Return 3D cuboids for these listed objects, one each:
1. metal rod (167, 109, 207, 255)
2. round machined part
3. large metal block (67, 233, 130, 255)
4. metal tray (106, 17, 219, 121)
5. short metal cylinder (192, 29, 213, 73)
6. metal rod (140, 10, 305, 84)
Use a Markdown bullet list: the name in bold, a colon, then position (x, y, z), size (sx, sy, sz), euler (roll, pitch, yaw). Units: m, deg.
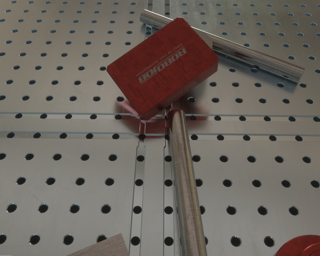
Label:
- **metal rod**: position (0.031, 0.097, 0.325), size (0.025, 0.025, 0.300), euler (-3, 50, -3)
- **round machined part**: position (0.151, 0.144, 0.278), size (0.099, 0.042, 0.098), euler (0, 50, 0)
- **large metal block**: position (-0.056, 0.151, 0.264), size (0.081, 0.050, 0.080), euler (-19, 53, -16)
- **metal tray**: position (0.004, -0.083, 0.432), size (0.130, 0.030, 0.090), euler (-36, 73, -3)
- **short metal cylinder**: position (0.039, -0.113, 0.487), size (0.081, 0.050, 0.080), euler (0, 50, 0)
- **metal rod**: position (0.094, -0.145, 0.530), size (0.300, 0.025, 0.025), euler (28, 55, 21)
